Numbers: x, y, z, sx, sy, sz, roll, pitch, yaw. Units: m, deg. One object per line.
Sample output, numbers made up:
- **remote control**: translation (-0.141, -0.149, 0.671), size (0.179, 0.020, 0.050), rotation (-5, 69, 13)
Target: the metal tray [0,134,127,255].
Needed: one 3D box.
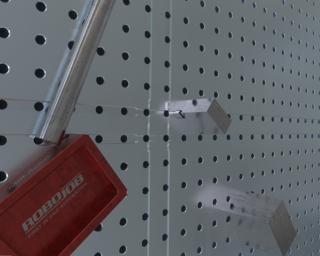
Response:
- **metal tray**: translation (-0.105, 0.078, 0.317), size (0.131, 0.030, 0.090), rotation (-45, 117, -31)

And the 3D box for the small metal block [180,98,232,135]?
- **small metal block**: translation (0.067, -0.016, 0.450), size (0.050, 0.050, 0.025), rotation (46, 62, -30)

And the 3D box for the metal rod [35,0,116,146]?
- **metal rod**: translation (-0.071, -0.125, 0.349), size (0.025, 0.025, 0.299), rotation (28, 73, -37)

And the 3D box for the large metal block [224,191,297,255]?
- **large metal block**: translation (0.167, 0.157, 0.514), size (0.050, 0.080, 0.080), rotation (-42, 116, -32)
